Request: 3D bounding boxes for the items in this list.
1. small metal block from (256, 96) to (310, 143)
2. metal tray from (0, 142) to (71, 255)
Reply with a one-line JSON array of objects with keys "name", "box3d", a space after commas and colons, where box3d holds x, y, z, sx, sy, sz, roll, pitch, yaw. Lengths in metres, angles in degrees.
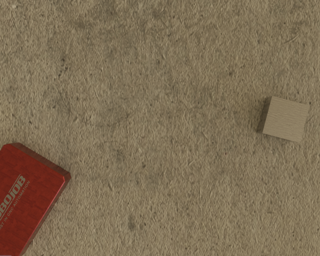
[{"name": "small metal block", "box3d": [0.163, -0.011, 0.412, 0.050, 0.025, 0.050, 15, 90, -1]}, {"name": "metal tray", "box3d": [-0.190, 0.095, 0.405, 0.090, 0.030, 0.130, 31, 90, -1]}]
